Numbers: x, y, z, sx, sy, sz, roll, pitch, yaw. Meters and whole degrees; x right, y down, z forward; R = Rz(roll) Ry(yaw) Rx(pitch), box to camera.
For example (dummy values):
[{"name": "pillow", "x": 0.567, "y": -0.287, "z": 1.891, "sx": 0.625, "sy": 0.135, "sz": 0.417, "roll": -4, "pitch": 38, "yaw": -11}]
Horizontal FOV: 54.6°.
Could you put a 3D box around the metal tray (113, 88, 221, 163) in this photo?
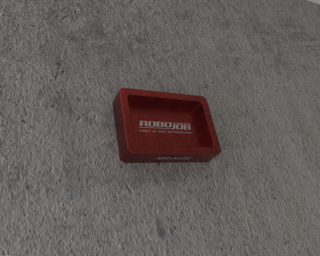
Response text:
[{"name": "metal tray", "x": 0.009, "y": -0.002, "z": 0.405, "sx": 0.131, "sy": 0.030, "sz": 0.090, "roll": 3, "pitch": 61, "yaw": -27}]
